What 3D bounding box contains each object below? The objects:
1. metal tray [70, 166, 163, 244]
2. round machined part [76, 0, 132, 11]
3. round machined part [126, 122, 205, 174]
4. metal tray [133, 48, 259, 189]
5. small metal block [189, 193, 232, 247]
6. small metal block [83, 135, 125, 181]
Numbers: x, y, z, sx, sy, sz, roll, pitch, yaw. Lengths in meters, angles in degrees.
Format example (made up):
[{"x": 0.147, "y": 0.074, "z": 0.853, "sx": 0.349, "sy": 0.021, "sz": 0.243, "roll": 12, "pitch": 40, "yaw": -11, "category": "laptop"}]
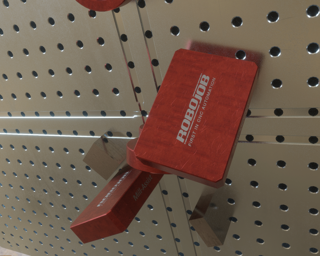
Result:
[{"x": -0.053, "y": 0.094, "z": 0.430, "sx": 0.090, "sy": 0.131, "sz": 0.030, "roll": -29, "pitch": 102, "yaw": 37, "category": "metal tray"}, {"x": -0.057, "y": -0.176, "z": 0.322, "sx": 0.098, "sy": 0.042, "sz": 0.097, "roll": 13, "pitch": 124, "yaw": 21, "category": "round machined part"}, {"x": 0.009, "y": 0.019, "z": 0.374, "sx": 0.098, "sy": 0.099, "sz": 0.042, "roll": 7, "pitch": 104, "yaw": 25, "category": "round machined part"}, {"x": 0.039, "y": -0.014, "z": 0.320, "sx": 0.090, "sy": 0.130, "sz": 0.030, "roll": 16, "pitch": 163, "yaw": 19, "category": "metal tray"}, {"x": 0.072, "y": 0.130, "z": 0.437, "sx": 0.025, "sy": 0.050, "sz": 0.050, "roll": -26, "pitch": 105, "yaw": 37, "category": "small metal block"}, {"x": -0.086, "y": 0.047, "z": 0.486, "sx": 0.050, "sy": 0.025, "sz": 0.050, "roll": 40, "pitch": 129, "yaw": 1, "category": "small metal block"}]
